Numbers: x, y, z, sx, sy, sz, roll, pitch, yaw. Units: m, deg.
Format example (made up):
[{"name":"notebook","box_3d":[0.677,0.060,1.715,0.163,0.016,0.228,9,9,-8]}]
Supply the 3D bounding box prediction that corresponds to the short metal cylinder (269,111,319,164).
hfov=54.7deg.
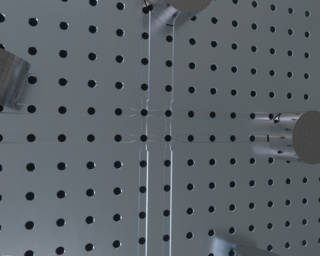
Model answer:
[{"name":"short metal cylinder","box_3d":[0.218,0.014,0.480,0.081,0.050,0.079,0,90,-20]}]

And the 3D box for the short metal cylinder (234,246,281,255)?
[{"name":"short metal cylinder","box_3d":[0.142,0.206,0.436,0.081,0.080,0.050,12,86,-20]}]

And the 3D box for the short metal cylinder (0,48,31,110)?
[{"name":"short metal cylinder","box_3d":[-0.182,-0.056,0.316,0.081,0.080,0.050,20,84,-19]}]

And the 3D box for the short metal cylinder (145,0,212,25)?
[{"name":"short metal cylinder","box_3d":[0.025,-0.183,0.408,0.081,0.050,0.079,0,90,-20]}]
